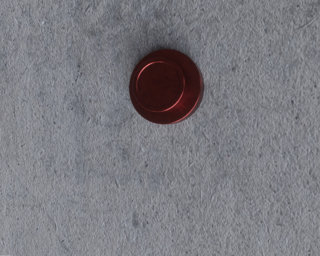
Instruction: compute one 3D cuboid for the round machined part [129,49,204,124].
[{"bbox_3d":[0.004,-0.053,0.398,0.098,0.042,0.097,0,90,20],"label":"round machined part"}]
